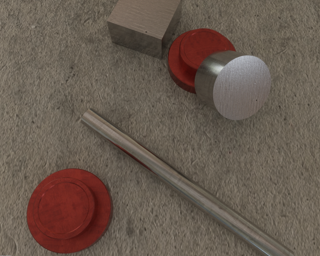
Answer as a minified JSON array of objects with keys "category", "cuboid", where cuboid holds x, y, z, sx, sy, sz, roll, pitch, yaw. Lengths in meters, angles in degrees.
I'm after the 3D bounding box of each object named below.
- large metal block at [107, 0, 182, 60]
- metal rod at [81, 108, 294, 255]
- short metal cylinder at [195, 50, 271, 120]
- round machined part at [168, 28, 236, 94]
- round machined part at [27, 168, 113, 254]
[{"category":"large metal block","cuboid":[-0.020,-0.158,0.453,0.080,0.050,0.080,21,71,7]},{"category":"metal rod","cuboid":[0.024,0.068,0.383,0.300,0.025,0.025,35,74,11]},{"category":"short metal cylinder","cuboid":[0.091,-0.056,0.394,0.081,0.050,0.079,-8,113,-18]},{"category":"round machined part","cuboid":[0.061,-0.100,0.436,0.099,0.042,0.098,0,70,0]},{"category":"round machined part","cuboid":[-0.107,0.095,0.364,0.099,0.042,0.098,0,70,0]}]
